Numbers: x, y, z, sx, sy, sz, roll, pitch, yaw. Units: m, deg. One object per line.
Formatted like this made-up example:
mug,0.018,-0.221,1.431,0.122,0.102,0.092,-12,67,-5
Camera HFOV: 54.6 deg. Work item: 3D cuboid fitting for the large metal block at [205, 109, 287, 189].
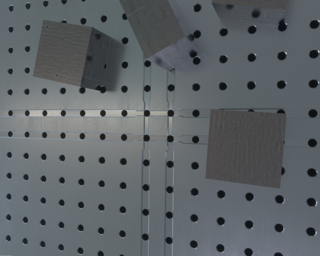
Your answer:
large metal block,0.101,0.021,0.364,0.080,0.050,0.080,5,92,20

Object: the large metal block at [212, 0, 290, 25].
large metal block,0.113,-0.172,0.360,0.080,0.050,0.080,14,95,19

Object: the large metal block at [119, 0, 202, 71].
large metal block,0.003,-0.124,0.382,0.050,0.080,0.080,-27,81,18

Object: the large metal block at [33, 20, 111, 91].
large metal block,-0.125,-0.103,0.444,0.080,0.050,0.080,14,95,19
